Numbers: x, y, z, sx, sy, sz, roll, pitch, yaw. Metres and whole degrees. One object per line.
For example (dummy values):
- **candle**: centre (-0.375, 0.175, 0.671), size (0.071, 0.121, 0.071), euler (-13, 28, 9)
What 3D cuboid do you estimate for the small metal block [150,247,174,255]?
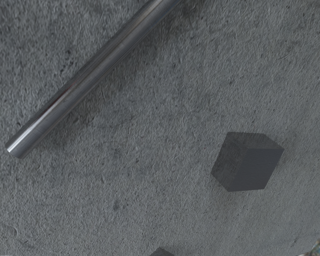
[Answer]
- **small metal block**: centre (-0.001, 0.251, 0.564), size (0.050, 0.025, 0.050), euler (-44, 130, 2)

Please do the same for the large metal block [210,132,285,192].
- **large metal block**: centre (0.141, 0.054, 0.504), size (0.081, 0.050, 0.079), euler (3, 117, -30)

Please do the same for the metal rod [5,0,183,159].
- **metal rod**: centre (-0.050, -0.080, 0.330), size (0.300, 0.025, 0.025), euler (-44, 130, 2)
